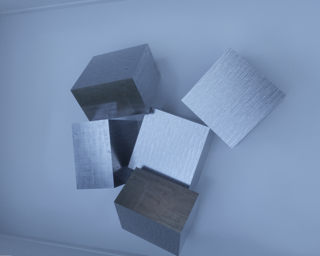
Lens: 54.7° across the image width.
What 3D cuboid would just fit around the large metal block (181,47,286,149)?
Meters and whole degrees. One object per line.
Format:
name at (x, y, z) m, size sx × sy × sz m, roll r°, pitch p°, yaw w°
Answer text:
large metal block at (0.087, -0.033, 0.365) m, size 0.080 × 0.050 × 0.080 m, roll 45°, pitch 104°, yaw 14°

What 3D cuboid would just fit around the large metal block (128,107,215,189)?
large metal block at (0.017, 0.024, 0.390) m, size 0.080 × 0.050 × 0.080 m, roll 20°, pitch 97°, yaw 18°

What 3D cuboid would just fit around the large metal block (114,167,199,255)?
large metal block at (-0.003, 0.102, 0.373) m, size 0.080 × 0.080 × 0.050 m, roll 21°, pitch 55°, yaw 17°

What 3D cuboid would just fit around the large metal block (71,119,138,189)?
large metal block at (-0.066, 0.032, 0.402) m, size 0.050 × 0.080 × 0.080 m, roll -6°, pitch 88°, yaw 20°

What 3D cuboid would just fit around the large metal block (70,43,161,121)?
large metal block at (-0.052, -0.057, 0.391) m, size 0.080 × 0.080 × 0.050 m, roll -8°, pitch 129°, yaw 20°
